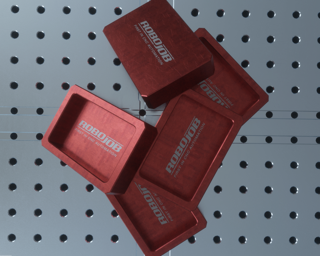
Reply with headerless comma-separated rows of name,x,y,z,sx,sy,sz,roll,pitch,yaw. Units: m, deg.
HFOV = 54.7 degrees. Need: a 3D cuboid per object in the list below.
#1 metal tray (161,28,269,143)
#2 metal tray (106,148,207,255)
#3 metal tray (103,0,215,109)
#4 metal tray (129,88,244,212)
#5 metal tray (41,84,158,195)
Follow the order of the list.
metal tray,0.066,-0.054,0.411,0.090,0.030,0.130,-43,91,0
metal tray,-0.010,0.095,0.410,0.090,0.030,0.130,-33,90,-1
metal tray,-0.005,-0.096,0.380,0.090,0.030,0.130,-30,60,-1
metal tray,0.031,0.024,0.381,0.090,0.030,0.130,29,90,-1
metal tray,-0.078,0.011,0.379,0.130,0.030,0.090,28,90,30
